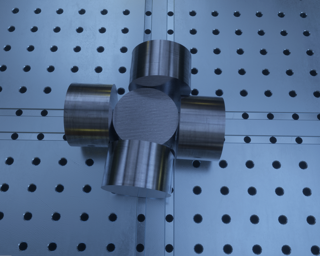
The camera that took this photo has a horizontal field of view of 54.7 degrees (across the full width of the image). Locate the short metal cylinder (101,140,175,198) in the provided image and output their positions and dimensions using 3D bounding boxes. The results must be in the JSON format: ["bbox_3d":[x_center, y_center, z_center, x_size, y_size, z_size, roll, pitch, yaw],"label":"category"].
[{"bbox_3d":[-0.025,0.050,0.363,0.080,0.080,0.050,6,70,2],"label":"short metal cylinder"}]

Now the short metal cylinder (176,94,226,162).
[{"bbox_3d":[0.048,0.000,0.383,0.050,0.080,0.080,4,70,1],"label":"short metal cylinder"}]

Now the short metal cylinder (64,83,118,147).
[{"bbox_3d":[-0.083,-0.016,0.387,0.050,0.080,0.080,2,70,0],"label":"short metal cylinder"}]

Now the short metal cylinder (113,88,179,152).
[{"bbox_3d":[-0.018,-0.005,0.400,0.081,0.050,0.080,1,70,-1],"label":"short metal cylinder"}]

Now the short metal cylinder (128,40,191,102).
[{"bbox_3d":[0.001,-0.071,0.408,0.080,0.080,0.050,3,70,1],"label":"short metal cylinder"}]
